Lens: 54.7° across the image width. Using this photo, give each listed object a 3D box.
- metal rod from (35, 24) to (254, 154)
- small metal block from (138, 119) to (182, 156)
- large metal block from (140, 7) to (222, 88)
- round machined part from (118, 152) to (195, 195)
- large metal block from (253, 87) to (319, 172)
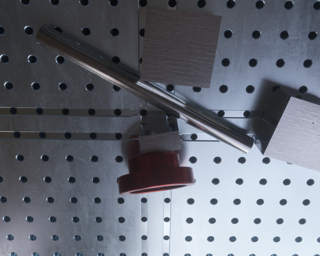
[{"bbox_3d":[-0.011,-0.044,0.396,0.301,0.025,0.025,28,108,-10],"label":"metal rod"},{"bbox_3d":[0.000,0.011,0.403,0.050,0.050,0.025,-9,107,3],"label":"small metal block"},{"bbox_3d":[0.022,-0.095,0.365,0.081,0.050,0.079,6,110,-3],"label":"large metal block"},{"bbox_3d":[-0.006,0.060,0.407,0.099,0.098,0.042,-9,75,3],"label":"round machined part"},{"bbox_3d":[0.179,0.001,0.402,0.080,0.050,0.079,16,109,-6],"label":"large metal block"}]
